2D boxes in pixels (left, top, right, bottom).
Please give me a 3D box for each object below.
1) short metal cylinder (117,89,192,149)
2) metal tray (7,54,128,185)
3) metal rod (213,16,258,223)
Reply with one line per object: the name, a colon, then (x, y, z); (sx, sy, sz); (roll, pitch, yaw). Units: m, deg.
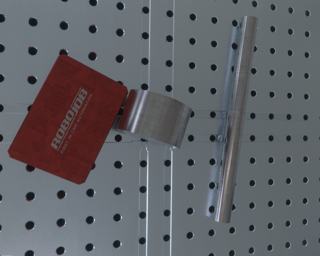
short metal cylinder: (-0.007, -0.010, 0.381); (0.080, 0.080, 0.050); (20, 84, -19)
metal tray: (-0.107, -0.009, 0.371); (0.090, 0.030, 0.130); (27, 81, -18)
metal rod: (0.111, -0.014, 0.453); (0.025, 0.025, 0.298); (10, 87, -20)
